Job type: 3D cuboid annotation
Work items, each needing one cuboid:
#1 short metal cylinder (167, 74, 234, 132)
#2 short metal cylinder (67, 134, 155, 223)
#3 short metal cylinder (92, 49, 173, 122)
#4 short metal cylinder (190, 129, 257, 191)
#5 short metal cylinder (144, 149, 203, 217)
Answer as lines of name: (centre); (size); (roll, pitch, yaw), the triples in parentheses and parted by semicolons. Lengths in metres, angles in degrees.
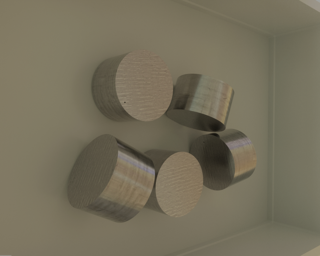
short metal cylinder: (0.055, -0.032, 0.418); (0.080, 0.080, 0.050); (27, 73, -37)
short metal cylinder: (-0.052, 0.053, 0.326); (0.050, 0.080, 0.080); (34, 69, -35)
short metal cylinder: (-0.031, -0.047, 0.363); (0.081, 0.050, 0.079); (0, 90, -40)
short metal cylinder: (0.090, 0.044, 0.447); (0.050, 0.080, 0.079); (-12, 98, -40)
short metal cylinder: (0.010, 0.069, 0.398); (0.081, 0.050, 0.079); (0, 90, -40)
